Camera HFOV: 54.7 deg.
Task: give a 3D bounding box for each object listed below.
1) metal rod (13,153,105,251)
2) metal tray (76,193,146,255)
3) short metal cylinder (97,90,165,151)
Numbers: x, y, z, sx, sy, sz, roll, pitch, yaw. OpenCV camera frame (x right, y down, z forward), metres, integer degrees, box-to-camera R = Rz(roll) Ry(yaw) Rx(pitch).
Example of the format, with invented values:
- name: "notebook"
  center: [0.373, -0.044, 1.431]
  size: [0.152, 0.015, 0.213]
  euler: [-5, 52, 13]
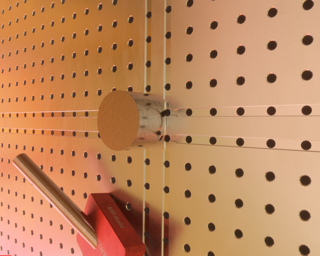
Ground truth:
- name: "metal rod"
  center: [-0.121, 0.139, 0.465]
  size: [0.300, 0.025, 0.025]
  euler: [38, 114, 19]
- name: "metal tray"
  center: [-0.076, 0.165, 0.445]
  size: [0.130, 0.030, 0.089]
  euler: [38, 114, 49]
- name: "short metal cylinder"
  center: [-0.040, -0.010, 0.424]
  size: [0.080, 0.050, 0.079]
  euler: [0, 90, 39]
